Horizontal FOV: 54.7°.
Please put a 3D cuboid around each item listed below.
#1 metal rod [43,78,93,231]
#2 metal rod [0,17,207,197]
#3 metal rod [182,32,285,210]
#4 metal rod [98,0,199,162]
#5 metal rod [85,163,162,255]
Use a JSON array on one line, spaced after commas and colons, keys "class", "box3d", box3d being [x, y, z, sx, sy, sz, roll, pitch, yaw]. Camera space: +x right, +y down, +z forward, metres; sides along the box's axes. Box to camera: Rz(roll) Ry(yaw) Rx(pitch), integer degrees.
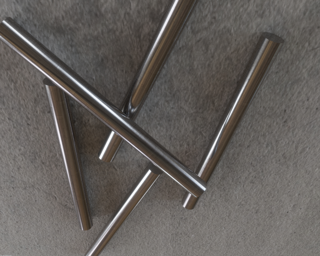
[{"class": "metal rod", "box3d": [-0.127, 0.058, 0.454, 0.025, 0.025, 0.298, 1, 130, -2]}, {"class": "metal rod", "box3d": [-0.054, -0.011, 0.365, 0.300, 0.025, 0.025, 41, 119, -19]}, {"class": "metal rod", "box3d": [0.084, 0.015, 0.420, 0.025, 0.025, 0.298, 10, 129, -9]}, {"class": "metal rod", "box3d": [-0.013, -0.064, 0.352, 0.025, 0.025, 0.298, 19, 127, -16]}, {"class": "metal rod", "box3d": [-0.074, 0.160, 0.542, 0.025, 0.025, 0.298, 21, 127, -17]}]
